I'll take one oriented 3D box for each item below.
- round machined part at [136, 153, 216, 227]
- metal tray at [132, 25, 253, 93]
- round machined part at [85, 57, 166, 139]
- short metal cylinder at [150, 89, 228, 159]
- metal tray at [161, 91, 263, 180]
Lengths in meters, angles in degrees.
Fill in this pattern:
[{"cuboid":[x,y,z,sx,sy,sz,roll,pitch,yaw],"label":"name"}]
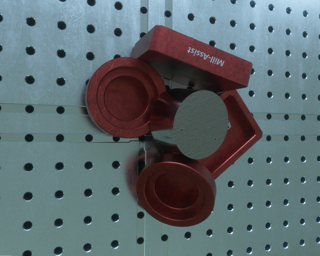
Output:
[{"cuboid":[0.023,0.074,0.395,0.098,0.042,0.097,7,117,14],"label":"round machined part"},{"cuboid":[0.037,-0.081,0.392,0.131,0.090,0.030,16,85,-20],"label":"metal tray"},{"cuboid":[-0.044,-0.036,0.388,0.099,0.042,0.097,0,90,-21],"label":"round machined part"},{"cuboid":[0.035,-0.007,0.374,0.081,0.050,0.079,-7,102,-31],"label":"short metal cylinder"},{"cuboid":[0.073,0.013,0.438,0.131,0.030,0.090,-38,103,-16],"label":"metal tray"}]
